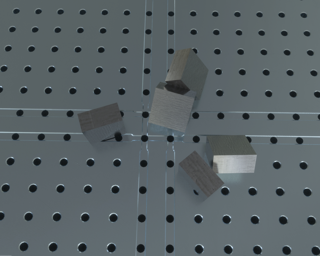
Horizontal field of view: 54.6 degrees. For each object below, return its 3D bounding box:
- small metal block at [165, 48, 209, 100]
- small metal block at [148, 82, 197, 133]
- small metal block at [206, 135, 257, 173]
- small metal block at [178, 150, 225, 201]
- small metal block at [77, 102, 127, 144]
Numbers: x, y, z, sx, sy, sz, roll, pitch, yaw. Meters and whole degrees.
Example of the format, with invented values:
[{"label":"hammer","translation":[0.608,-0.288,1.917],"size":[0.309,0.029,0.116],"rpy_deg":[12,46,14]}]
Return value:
[{"label":"small metal block","translation":[0.038,-0.072,0.422],"size":[0.025,0.050,0.050],"rpy_deg":[1,63,40]},{"label":"small metal block","translation":[0.016,-0.027,0.407],"size":[0.050,0.050,0.025],"rpy_deg":[16,28,6]},{"label":"small metal block","translation":[0.086,0.032,0.386],"size":[0.050,0.025,0.050],"rpy_deg":[-1,26,-2]},{"label":"small metal block","translation":[0.048,0.059,0.376],"size":[0.025,0.050,0.050],"rpy_deg":[-39,74,-10]},{"label":"small metal block","translation":[-0.073,-0.005,0.400],"size":[0.050,0.050,0.025],"rpy_deg":[-17,71,-6]}]
